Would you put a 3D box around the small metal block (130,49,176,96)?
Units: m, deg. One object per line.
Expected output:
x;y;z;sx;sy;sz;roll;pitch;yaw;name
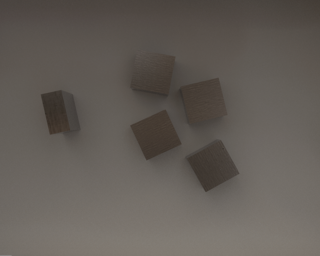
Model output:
-0.009;-0.072;0.411;0.050;0.025;0.050;10;90;-1;small metal block

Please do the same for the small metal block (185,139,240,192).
0.069;0.049;0.412;0.050;0.025;0.050;-29;90;-1;small metal block

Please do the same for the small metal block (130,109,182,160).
-0.005;0.009;0.411;0.050;0.025;0.050;-25;90;-1;small metal block

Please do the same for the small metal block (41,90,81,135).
-0.126;-0.019;0.397;0.025;0.050;0.050;-13;90;0;small metal block

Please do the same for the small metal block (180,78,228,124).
0.057;-0.035;0.412;0.050;0.025;0.050;-14;90;-1;small metal block
